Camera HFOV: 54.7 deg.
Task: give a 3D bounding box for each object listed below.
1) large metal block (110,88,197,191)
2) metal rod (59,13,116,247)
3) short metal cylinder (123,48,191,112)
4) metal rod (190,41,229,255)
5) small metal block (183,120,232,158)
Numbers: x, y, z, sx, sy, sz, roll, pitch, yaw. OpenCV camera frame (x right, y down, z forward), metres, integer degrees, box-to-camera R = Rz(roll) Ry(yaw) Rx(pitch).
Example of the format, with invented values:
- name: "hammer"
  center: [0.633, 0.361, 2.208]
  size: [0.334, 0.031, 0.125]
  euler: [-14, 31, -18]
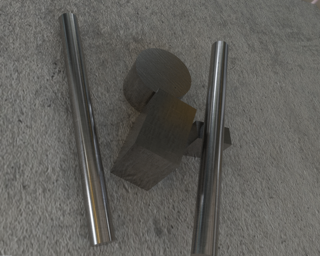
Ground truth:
- name: "large metal block"
  center: [-0.008, 0.015, 0.356]
  size: [0.050, 0.080, 0.080]
  euler: [29, 52, -10]
- name: "metal rod"
  center: [-0.091, -0.018, 0.366]
  size: [0.025, 0.025, 0.299]
  euler: [-1, 62, -29]
- name: "short metal cylinder"
  center: [-0.004, -0.062, 0.425]
  size: [0.081, 0.050, 0.080]
  euler: [14, 56, -21]
- name: "metal rod"
  center: [0.065, 0.001, 0.376]
  size: [0.025, 0.025, 0.300]
  euler: [22, 54, -15]
- name: "small metal block"
  center: [0.058, 0.018, 0.410]
  size: [0.050, 0.050, 0.025]
  euler: [12, 57, -22]
